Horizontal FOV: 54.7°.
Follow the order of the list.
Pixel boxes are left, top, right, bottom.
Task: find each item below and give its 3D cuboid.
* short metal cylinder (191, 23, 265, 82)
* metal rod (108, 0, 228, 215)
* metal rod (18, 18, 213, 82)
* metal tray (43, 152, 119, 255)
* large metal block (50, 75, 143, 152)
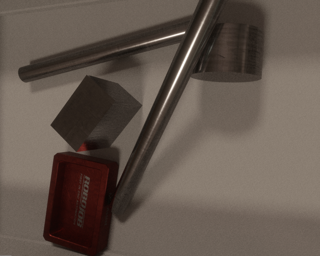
[{"bbox_3d":[0.076,-0.082,0.354,0.080,0.080,0.050,4,91,19],"label":"short metal cylinder"},{"bbox_3d":[-0.003,-0.009,0.365,0.025,0.025,0.298,34,118,16],"label":"metal rod"},{"bbox_3d":[-0.071,-0.107,0.434,0.301,0.025,0.025,-10,87,19],"label":"metal rod"},{"bbox_3d":[-0.115,0.106,0.446,0.090,0.030,0.129,10,93,19],"label":"metal tray"},{"bbox_3d":[-0.080,-0.018,0.408,0.050,0.080,0.080,43,103,15],"label":"large metal block"}]
